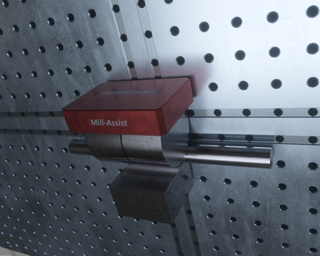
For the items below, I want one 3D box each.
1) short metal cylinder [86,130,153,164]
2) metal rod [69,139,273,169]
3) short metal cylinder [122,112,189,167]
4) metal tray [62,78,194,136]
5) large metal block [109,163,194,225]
[{"bbox_3d":[-0.049,0.005,0.401,0.050,0.080,0.080,1,119,28],"label":"short metal cylinder"},{"bbox_3d":[-0.004,0.033,0.428,0.300,0.025,0.025,1,119,27],"label":"metal rod"},{"bbox_3d":[-0.003,0.006,0.377,0.050,0.080,0.079,2,119,27],"label":"short metal cylinder"},{"bbox_3d":[-0.037,-0.027,0.367,0.130,0.090,0.030,1,119,27],"label":"metal tray"},{"bbox_3d":[-0.009,0.079,0.423,0.080,0.080,0.050,1,119,28],"label":"large metal block"}]
